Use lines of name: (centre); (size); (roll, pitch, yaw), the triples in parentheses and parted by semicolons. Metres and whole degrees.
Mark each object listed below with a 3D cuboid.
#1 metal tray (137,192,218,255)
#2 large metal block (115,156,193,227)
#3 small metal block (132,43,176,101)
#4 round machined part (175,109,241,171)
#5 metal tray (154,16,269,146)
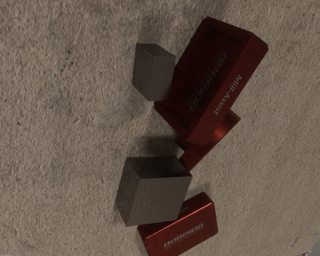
metal tray: (0.034, 0.175, 0.533); (0.131, 0.030, 0.089); (-24, 128, -14)
large metal block: (-0.011, 0.088, 0.441); (0.081, 0.050, 0.079); (2, 118, -30)
small metal block: (-0.008, -0.064, 0.348); (0.025, 0.050, 0.050); (-6, 121, -26)
round machined part: (0.058, 0.009, 0.414); (0.098, 0.042, 0.098); (-44, 170, -9)
metal tray: (0.052, -0.056, 0.360); (0.030, 0.090, 0.129); (21, 107, -36)
